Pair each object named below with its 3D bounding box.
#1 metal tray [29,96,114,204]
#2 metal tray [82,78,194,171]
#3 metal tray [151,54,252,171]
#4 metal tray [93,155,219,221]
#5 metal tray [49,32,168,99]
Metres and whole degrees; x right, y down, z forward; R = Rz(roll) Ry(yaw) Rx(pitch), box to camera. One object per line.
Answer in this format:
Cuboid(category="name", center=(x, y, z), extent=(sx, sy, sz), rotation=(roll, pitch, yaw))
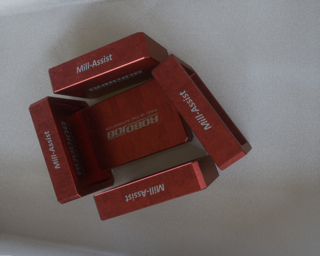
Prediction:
Cuboid(category="metal tray", center=(-0.114, 0.026, 0.412), extent=(0.030, 0.090, 0.129), rotation=(-22, 83, 18))
Cuboid(category="metal tray", center=(-0.032, -0.004, 0.415), extent=(0.130, 0.030, 0.090), rotation=(-21, 83, 18))
Cuboid(category="metal tray", center=(0.051, -0.018, 0.356), extent=(0.030, 0.090, 0.130), rotation=(-38, 78, 17))
Cuboid(category="metal tray", center=(-0.001, 0.069, 0.373), extent=(0.130, 0.090, 0.030), rotation=(-21, 83, 18))
Cuboid(category="metal tray", center=(-0.060, -0.073, 0.394), extent=(0.130, 0.090, 0.030), rotation=(-17, 85, 19))
